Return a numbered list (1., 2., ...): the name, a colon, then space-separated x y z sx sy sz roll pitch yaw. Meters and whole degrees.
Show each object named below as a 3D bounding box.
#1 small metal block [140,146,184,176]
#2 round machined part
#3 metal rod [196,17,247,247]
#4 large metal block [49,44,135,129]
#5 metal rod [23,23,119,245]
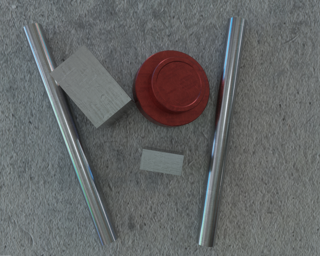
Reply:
1. small metal block: 0.002 0.041 0.398 0.050 0.050 0.025 9 90 -1
2. round machined part: 0.018 -0.051 0.389 0.099 0.042 0.097 2 84 -16
3. metal rod: 0.081 0.005 0.411 0.025 0.025 0.298 8 90 -1
4. large metal block: -0.077 -0.046 0.381 0.050 0.080 0.080 -40 90 0
5. metal rod: -0.117 0.008 0.408 0.025 0.025 0.299 -20 90 0
